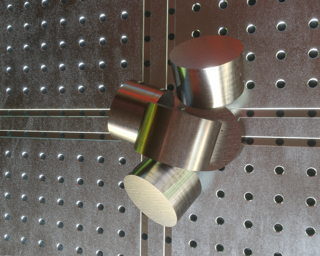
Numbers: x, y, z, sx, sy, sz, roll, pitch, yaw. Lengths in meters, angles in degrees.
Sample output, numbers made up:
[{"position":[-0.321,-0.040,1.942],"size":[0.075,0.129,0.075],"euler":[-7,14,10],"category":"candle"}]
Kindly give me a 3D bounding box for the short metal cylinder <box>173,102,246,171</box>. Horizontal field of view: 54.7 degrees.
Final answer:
[{"position":[0.061,0.010,0.377],"size":[0.080,0.050,0.080],"euler":[0,89,20],"category":"short metal cylinder"}]

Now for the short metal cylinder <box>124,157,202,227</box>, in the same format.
[{"position":[0.003,0.072,0.376],"size":[0.080,0.050,0.080],"euler":[29,142,26],"category":"short metal cylinder"}]

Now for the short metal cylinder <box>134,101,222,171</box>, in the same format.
[{"position":[0.018,0.007,0.323],"size":[0.080,0.080,0.050],"euler":[19,96,19],"category":"short metal cylinder"}]

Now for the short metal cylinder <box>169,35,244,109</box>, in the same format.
[{"position":[0.055,-0.066,0.356],"size":[0.080,0.080,0.050],"euler":[2,131,20],"category":"short metal cylinder"}]

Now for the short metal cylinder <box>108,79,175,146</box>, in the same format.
[{"position":[-0.022,-0.016,0.391],"size":[0.050,0.080,0.080],"euler":[20,97,19],"category":"short metal cylinder"}]
